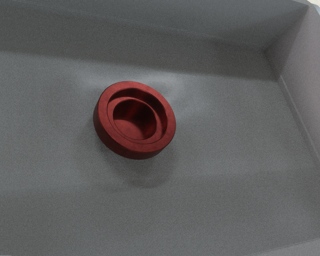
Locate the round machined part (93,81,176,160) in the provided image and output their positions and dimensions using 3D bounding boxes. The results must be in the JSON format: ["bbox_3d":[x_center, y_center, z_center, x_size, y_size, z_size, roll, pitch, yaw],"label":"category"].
[{"bbox_3d":[-0.033,-0.006,0.380,0.099,0.042,0.098,13,56,-21],"label":"round machined part"}]
